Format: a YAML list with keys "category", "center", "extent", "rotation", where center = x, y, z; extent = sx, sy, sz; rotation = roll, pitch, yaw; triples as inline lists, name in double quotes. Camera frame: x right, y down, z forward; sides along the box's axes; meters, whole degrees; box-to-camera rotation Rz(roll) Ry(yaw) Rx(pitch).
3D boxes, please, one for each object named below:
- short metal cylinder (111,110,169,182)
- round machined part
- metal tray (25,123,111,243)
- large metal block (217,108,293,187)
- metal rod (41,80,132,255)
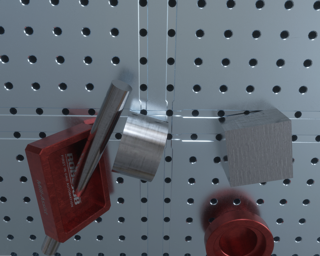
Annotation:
- category: "short metal cylinder"
  center: [-0.026, 0.023, 0.392]
  extent: [0.050, 0.080, 0.079]
  rotation: [17, 109, -6]
- category: "round machined part"
  center: [0.116, 0.165, 0.466]
  extent: [0.099, 0.042, 0.097]
  rotation: [0, 110, 0]
- category: "metal tray"
  center: [-0.113, 0.068, 0.402]
  extent: [0.030, 0.091, 0.129]
  rotation: [11, 115, 35]
- category: "large metal block"
  center: [0.125, 0.025, 0.410]
  extent: [0.080, 0.050, 0.079]
  rotation: [-9, 110, 3]
- category: "metal rod"
  center: [-0.107, 0.069, 0.417]
  extent: [0.025, 0.025, 0.298]
  rotation: [24, 116, -9]
